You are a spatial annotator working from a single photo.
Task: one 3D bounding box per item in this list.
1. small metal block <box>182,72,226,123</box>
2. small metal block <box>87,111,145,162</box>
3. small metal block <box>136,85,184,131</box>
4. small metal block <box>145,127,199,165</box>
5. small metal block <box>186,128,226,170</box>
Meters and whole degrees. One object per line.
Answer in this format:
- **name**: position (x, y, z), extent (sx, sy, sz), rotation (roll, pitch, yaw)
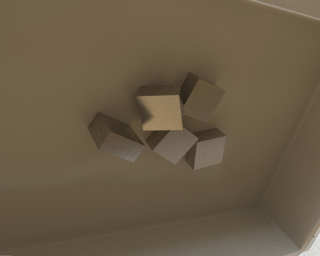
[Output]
- **small metal block**: position (0.051, -0.040, 0.414), extent (0.050, 0.025, 0.050), rotation (18, 109, -36)
- **small metal block**: position (-0.053, 0.011, 0.371), extent (0.050, 0.050, 0.025), rotation (26, 104, -38)
- **small metal block**: position (0.002, -0.024, 0.381), extent (0.050, 0.025, 0.050), rotation (-1, 126, 11)
- **small metal block**: position (0.017, 0.016, 0.430), extent (0.050, 0.025, 0.050), rotation (-49, 129, 6)
- **small metal block**: position (0.069, 0.031, 0.468), extent (0.050, 0.025, 0.050), rotation (-11, 124, -23)
